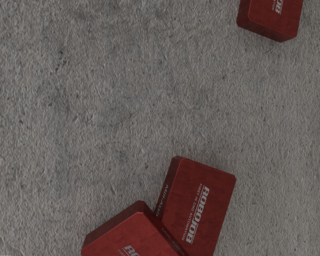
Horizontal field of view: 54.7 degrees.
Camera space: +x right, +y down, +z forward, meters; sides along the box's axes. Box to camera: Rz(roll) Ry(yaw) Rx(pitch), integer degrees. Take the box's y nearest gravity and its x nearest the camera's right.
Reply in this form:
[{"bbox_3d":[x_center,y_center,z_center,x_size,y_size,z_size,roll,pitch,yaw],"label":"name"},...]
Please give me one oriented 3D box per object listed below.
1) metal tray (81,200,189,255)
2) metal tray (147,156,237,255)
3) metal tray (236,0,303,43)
[{"bbox_3d":[-0.020,0.165,0.382,0.090,0.030,0.130,-36,103,6],"label":"metal tray"},{"bbox_3d":[0.042,0.113,0.422,0.091,0.030,0.129,21,83,-19],"label":"metal tray"},{"bbox_3d":[0.173,-0.207,0.470,0.091,0.030,0.129,13,86,-20],"label":"metal tray"}]
